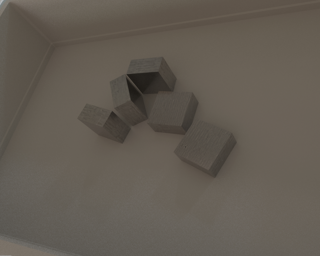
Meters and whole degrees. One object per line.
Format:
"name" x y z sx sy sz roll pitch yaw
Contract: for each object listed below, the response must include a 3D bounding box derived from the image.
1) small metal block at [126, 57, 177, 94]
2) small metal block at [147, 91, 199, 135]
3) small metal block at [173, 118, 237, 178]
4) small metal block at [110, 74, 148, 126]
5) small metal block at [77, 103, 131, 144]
"small metal block" -0.011 -0.073 0.439 0.050 0.050 0.025 1 62 28
"small metal block" 0.017 -0.020 0.408 0.050 0.025 0.050 6 64 30
"small metal block" 0.053 0.023 0.363 0.050 0.025 0.050 25 75 36
"small metal block" -0.044 -0.039 0.435 0.025 0.050 0.050 -25 53 13
"small metal block" -0.077 -0.006 0.432 0.050 0.050 0.025 17 71 34
